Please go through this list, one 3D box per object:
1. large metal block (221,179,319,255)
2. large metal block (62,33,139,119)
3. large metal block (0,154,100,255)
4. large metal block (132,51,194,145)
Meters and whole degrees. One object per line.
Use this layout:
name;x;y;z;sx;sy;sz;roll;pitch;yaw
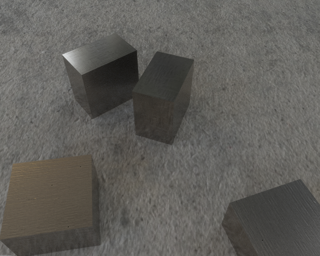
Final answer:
large metal block;0.118;0.106;0.299;0.081;0.050;0.080;-15;52;-13
large metal block;-0.077;-0.071;0.427;0.081;0.080;0.050;-31;57;-24
large metal block;-0.107;0.079;0.319;0.081;0.050;0.080;-7;50;-6
large metal block;0.006;-0.038;0.400;0.050;0.080;0.080;16;52;12
